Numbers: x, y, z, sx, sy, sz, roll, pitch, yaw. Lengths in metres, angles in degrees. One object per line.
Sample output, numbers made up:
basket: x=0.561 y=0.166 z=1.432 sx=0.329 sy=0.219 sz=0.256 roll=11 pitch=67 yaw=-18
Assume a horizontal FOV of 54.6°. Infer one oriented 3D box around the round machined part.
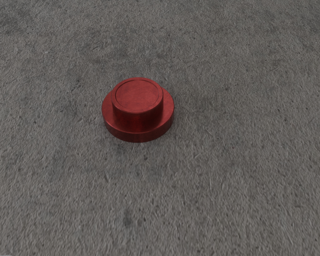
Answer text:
round machined part: x=-0.029 y=-0.031 z=0.418 sx=0.099 sy=0.042 sz=0.098 roll=0 pitch=50 yaw=0
